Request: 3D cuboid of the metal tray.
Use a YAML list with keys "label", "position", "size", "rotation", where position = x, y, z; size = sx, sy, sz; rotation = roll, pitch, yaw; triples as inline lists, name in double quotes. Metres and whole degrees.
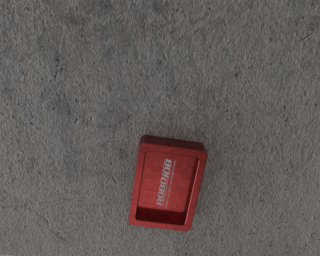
- label: "metal tray"
  position: [0.009, 0.080, 0.436]
  size: [0.091, 0.030, 0.129]
  rotation: [8, 110, -4]
